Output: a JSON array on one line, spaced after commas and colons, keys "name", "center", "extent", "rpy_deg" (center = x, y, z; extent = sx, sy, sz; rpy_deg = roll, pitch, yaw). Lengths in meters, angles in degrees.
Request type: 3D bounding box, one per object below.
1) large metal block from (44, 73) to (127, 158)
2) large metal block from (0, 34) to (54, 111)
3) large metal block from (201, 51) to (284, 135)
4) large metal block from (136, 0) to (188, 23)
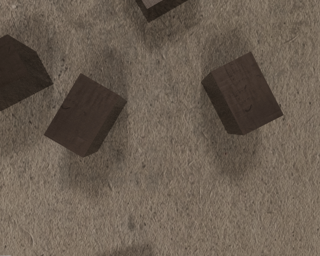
[{"name": "large metal block", "center": [-0.086, -0.014, 0.381], "extent": [0.050, 0.080, 0.080], "rpy_deg": [31, 90, -1]}, {"name": "large metal block", "center": [-0.192, -0.063, 0.380], "extent": [0.080, 0.080, 0.050], "rpy_deg": [-28, 90, 0]}, {"name": "large metal block", "center": [0.097, -0.039, 0.384], "extent": [0.050, 0.080, 0.080], "rpy_deg": [-27, 90, 0]}, {"name": "large metal block", "center": [-0.001, -0.198, 0.397], "extent": [0.080, 0.050, 0.080], "rpy_deg": [-30, 90, 0]}]
